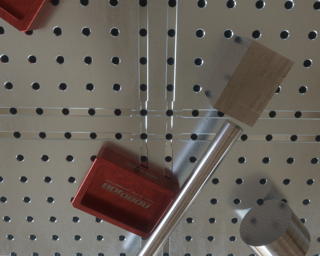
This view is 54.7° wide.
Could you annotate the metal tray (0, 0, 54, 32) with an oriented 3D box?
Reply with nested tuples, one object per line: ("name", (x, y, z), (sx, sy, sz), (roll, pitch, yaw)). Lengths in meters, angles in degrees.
("metal tray", (-0.180, -0.182, 0.341), (0.130, 0.030, 0.090), (35, 106, -12))

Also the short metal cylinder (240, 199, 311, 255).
("short metal cylinder", (0.162, 0.149, 0.441), (0.080, 0.080, 0.050), (-37, 106, 12))

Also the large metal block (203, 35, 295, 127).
("large metal block", (0.098, -0.058, 0.363), (0.050, 0.080, 0.080), (25, 108, -9))

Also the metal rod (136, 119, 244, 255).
("metal rod", (0.019, 0.119, 0.424), (0.025, 0.025, 0.298), (27, 108, -10))

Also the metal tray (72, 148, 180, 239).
("metal tray", (-0.047, 0.097, 0.445), (0.131, 0.030, 0.090), (28, 108, -10))
